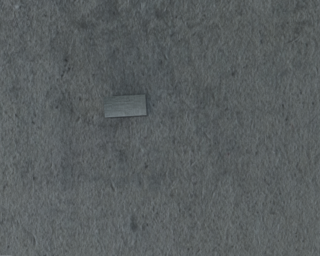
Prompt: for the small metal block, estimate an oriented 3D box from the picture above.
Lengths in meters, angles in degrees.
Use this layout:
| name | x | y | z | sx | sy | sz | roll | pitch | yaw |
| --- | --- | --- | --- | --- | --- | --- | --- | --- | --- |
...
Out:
| name | x | y | z | sx | sy | sz | roll | pitch | yaw |
| --- | --- | --- | --- | --- | --- | --- | --- | --- | --- |
| small metal block | -0.042 | -0.027 | 0.397 | 0.050 | 0.050 | 0.025 | -3 | 90 | 0 |
